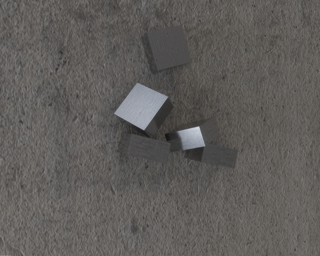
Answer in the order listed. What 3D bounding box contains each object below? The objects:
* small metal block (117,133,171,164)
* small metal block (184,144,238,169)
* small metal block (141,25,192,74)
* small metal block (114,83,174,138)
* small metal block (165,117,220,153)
[{"bbox_3d":[-0.021,0.024,0.388,0.050,0.050,0.025,15,86,-20],"label":"small metal block"},{"bbox_3d":[0.068,0.035,0.421,0.050,0.050,0.025,13,86,-20],"label":"small metal block"},{"bbox_3d":[0.008,-0.104,0.412,0.050,0.025,0.050,-18,96,-19],"label":"small metal block"},{"bbox_3d":[-0.020,-0.022,0.386,0.050,0.050,0.025,-55,150,-12],"label":"small metal block"},{"bbox_3d":[0.043,0.008,0.401,0.050,0.050,0.025,-27,101,-55],"label":"small metal block"}]
